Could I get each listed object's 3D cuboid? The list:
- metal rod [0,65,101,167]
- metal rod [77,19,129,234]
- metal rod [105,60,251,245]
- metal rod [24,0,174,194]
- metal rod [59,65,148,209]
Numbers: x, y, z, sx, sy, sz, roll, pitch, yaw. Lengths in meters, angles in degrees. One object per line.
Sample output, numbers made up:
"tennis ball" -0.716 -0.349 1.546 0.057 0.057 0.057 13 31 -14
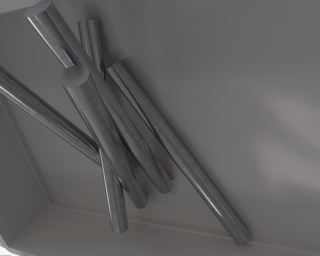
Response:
"metal rod" -0.139 -0.012 0.399 0.025 0.025 0.300 -16 134 34
"metal rod" -0.074 0.011 0.421 0.025 0.025 0.298 4 110 26
"metal rod" 0.030 0.039 0.417 0.025 0.025 0.300 -29 103 37
"metal rod" -0.045 -0.005 0.354 0.025 0.025 0.299 1 143 28
"metal rod" -0.051 0.038 0.377 0.025 0.025 0.299 17 151 18
